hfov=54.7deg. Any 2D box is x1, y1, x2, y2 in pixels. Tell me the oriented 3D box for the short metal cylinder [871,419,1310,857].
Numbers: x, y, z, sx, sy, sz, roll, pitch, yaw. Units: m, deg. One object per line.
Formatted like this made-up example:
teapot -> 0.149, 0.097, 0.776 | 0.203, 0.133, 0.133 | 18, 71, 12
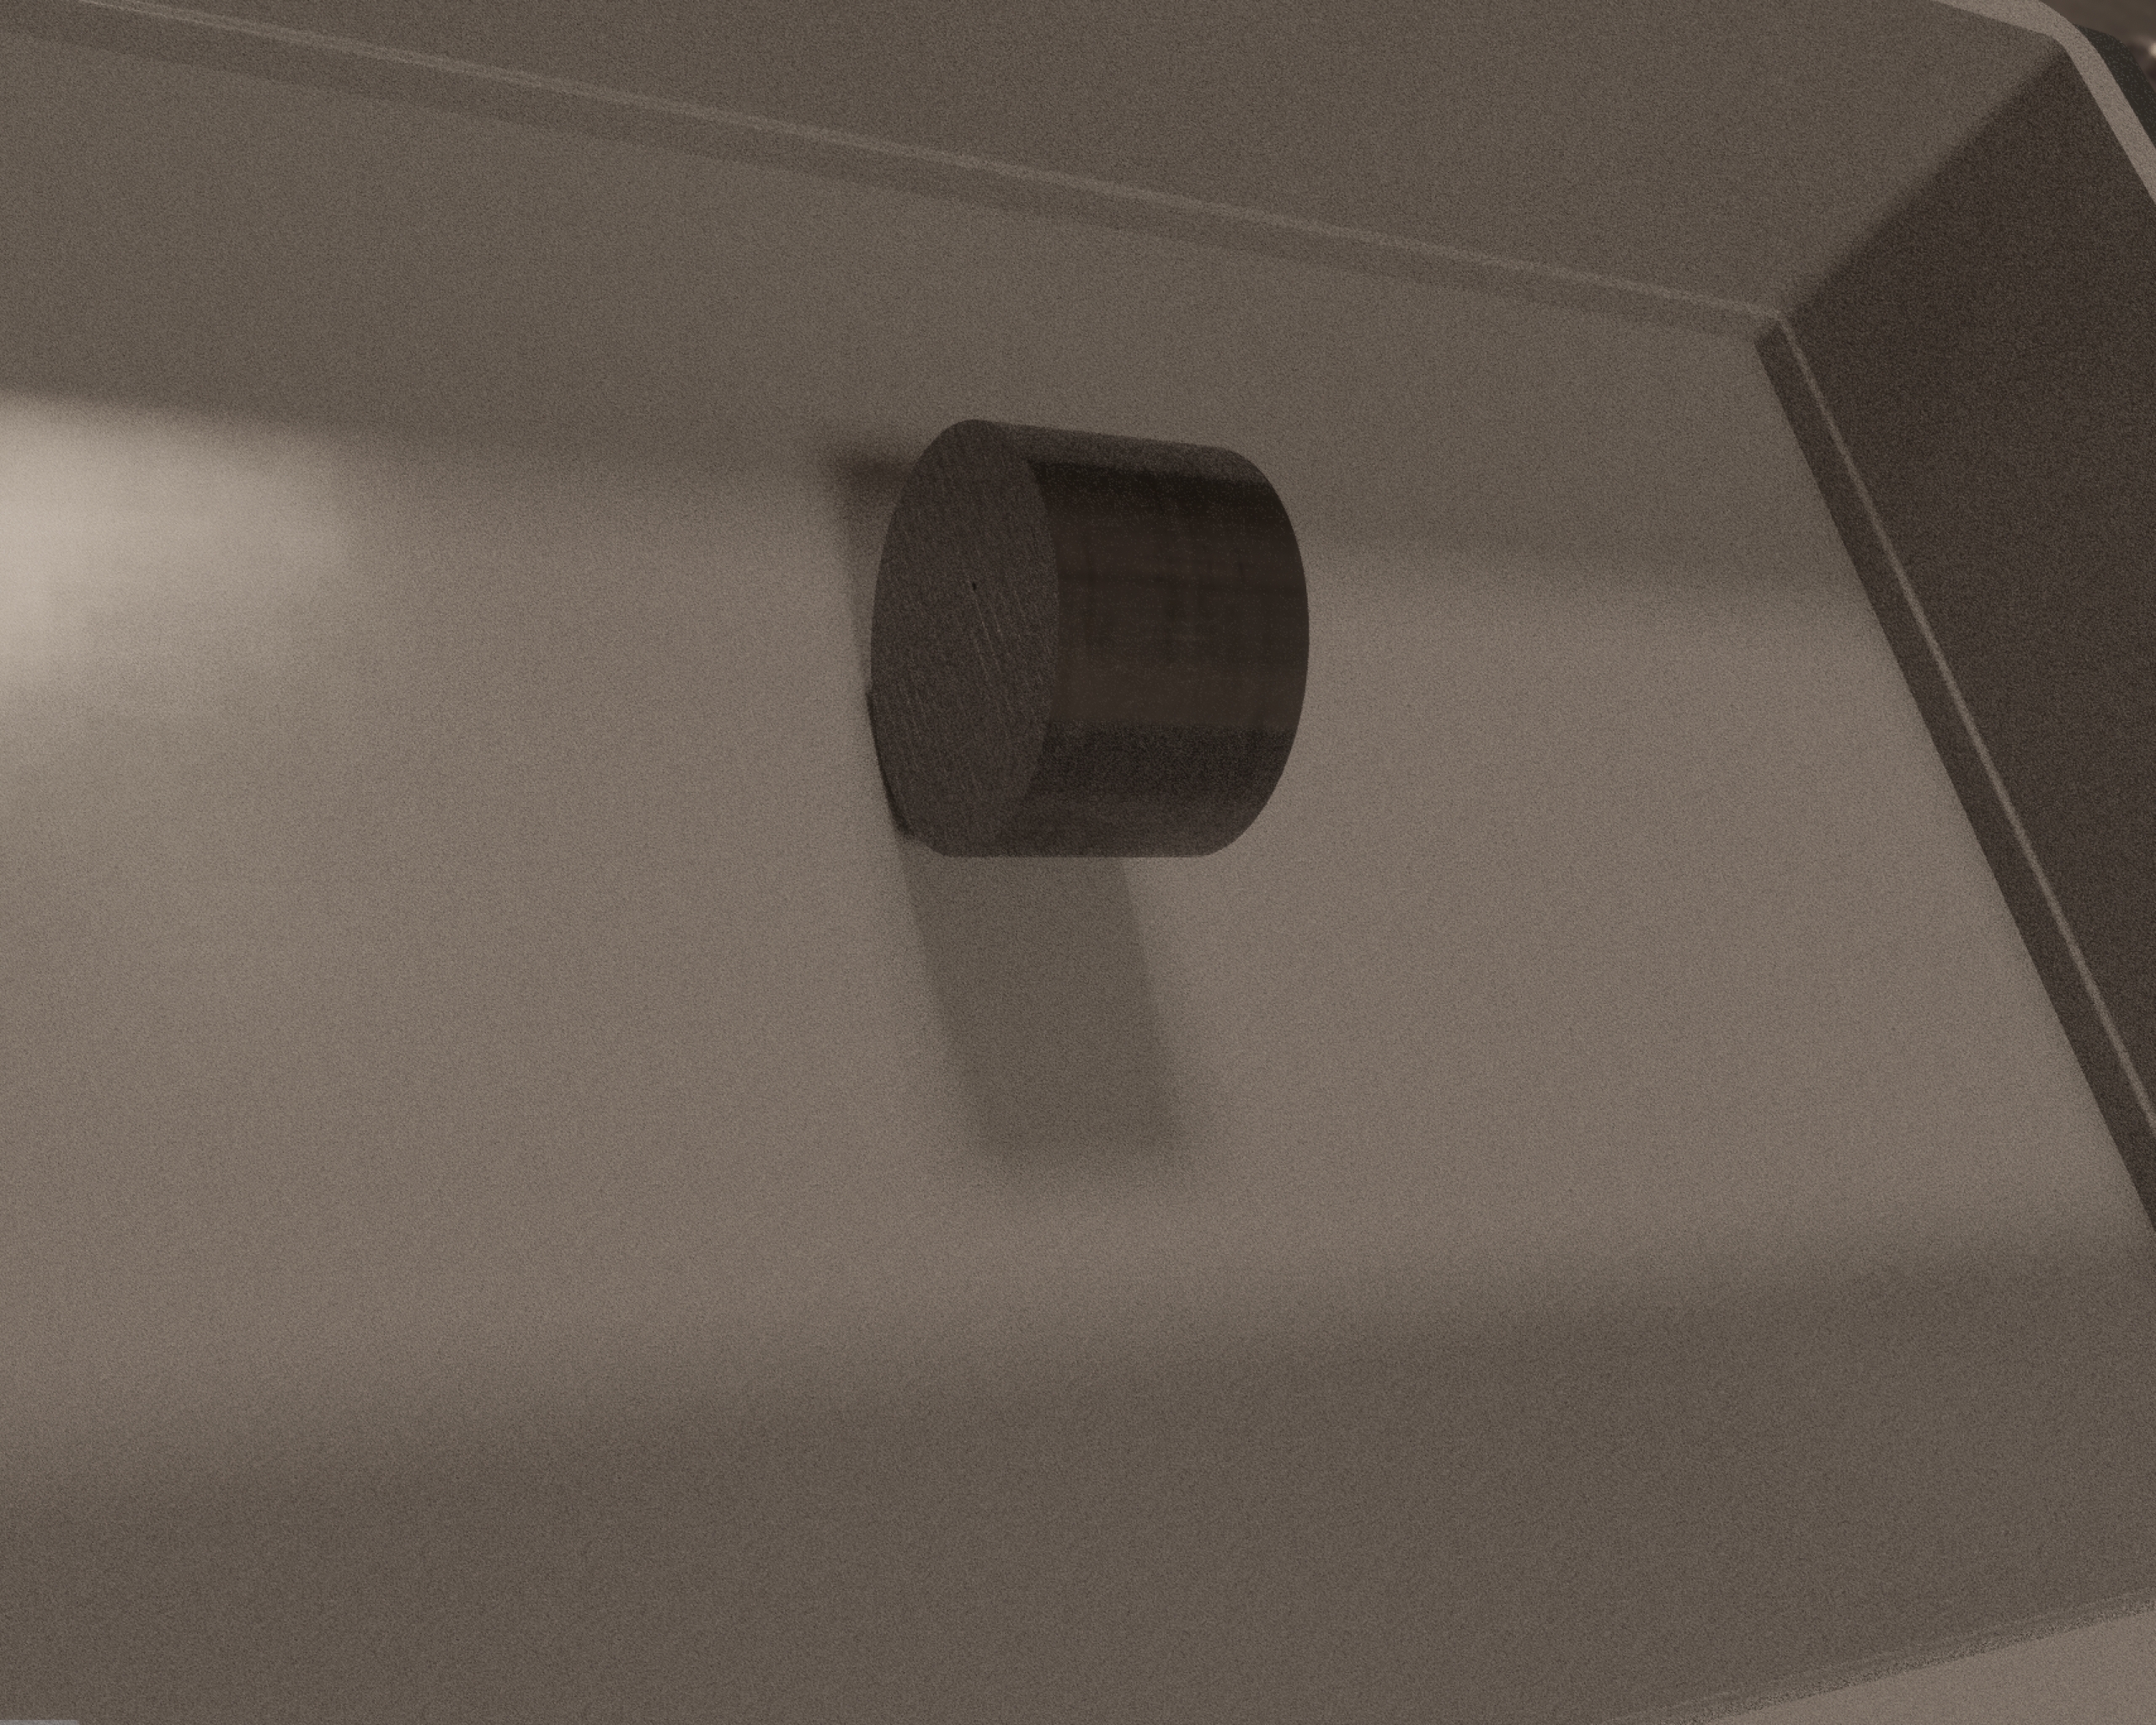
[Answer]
short metal cylinder -> 0.000, -0.041, 0.394 | 0.050, 0.080, 0.080 | 0, 62, -29
